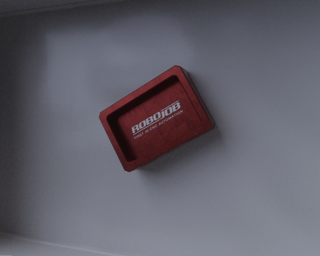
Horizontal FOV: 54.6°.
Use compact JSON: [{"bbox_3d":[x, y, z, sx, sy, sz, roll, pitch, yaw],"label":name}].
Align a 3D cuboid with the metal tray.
[{"bbox_3d":[-0.006,-0.010,0.407,0.130,0.030,0.090,-30,81,17],"label":"metal tray"}]
